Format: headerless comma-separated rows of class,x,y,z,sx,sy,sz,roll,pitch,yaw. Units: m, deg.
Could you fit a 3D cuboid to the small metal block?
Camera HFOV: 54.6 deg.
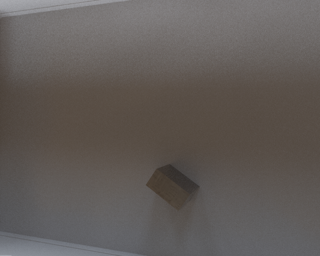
small metal block,0.017,0.073,0.391,0.050,0.050,0.025,36,102,16
